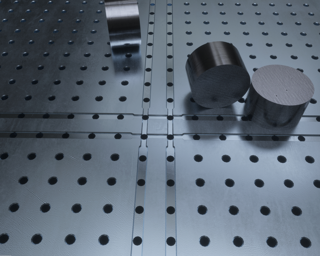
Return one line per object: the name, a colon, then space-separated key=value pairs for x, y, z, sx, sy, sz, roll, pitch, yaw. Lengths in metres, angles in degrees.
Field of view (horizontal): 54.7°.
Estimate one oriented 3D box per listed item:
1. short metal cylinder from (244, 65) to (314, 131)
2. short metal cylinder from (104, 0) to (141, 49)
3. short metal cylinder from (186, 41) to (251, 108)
short metal cylinder: x=0.162 y=-0.043 z=0.428 sx=0.081 sy=0.050 sz=0.080 roll=0 pitch=50 yaw=0
short metal cylinder: x=-0.062 y=-0.176 z=0.519 sx=0.050 sy=0.080 sz=0.080 roll=-8 pitch=51 yaw=-6
short metal cylinder: x=0.079 y=-0.073 z=0.434 sx=0.081 sy=0.080 sz=0.050 roll=-5 pitch=50 yaw=-4
